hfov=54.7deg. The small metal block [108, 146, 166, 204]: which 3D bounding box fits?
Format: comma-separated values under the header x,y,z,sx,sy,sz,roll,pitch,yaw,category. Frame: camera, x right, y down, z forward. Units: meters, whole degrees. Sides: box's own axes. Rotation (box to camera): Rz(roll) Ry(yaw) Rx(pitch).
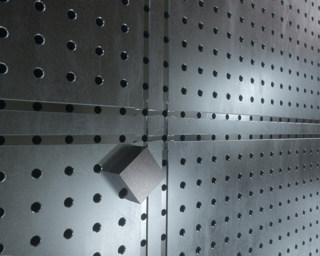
x,y,z,sx,sy,sz,roll,pitch,yaw,category
-0.028,0.058,0.388,0.050,0.025,0.050,-45,118,-31,small metal block
